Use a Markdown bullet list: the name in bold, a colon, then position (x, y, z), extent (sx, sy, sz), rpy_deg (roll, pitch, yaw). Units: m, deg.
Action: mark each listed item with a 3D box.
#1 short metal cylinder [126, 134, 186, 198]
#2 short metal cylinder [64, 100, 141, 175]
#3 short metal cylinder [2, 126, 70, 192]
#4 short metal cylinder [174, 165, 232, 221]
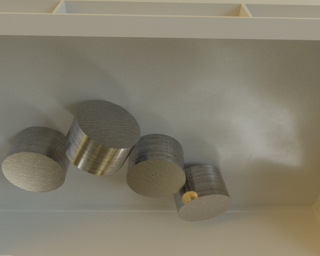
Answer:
- **short metal cylinder**: position (-0.005, 0.054, 0.439), extent (0.081, 0.050, 0.079), rpy_deg (0, 130, 0)
- **short metal cylinder**: position (-0.071, 0.011, 0.381), extent (0.080, 0.080, 0.050), rpy_deg (21, 127, -17)
- **short metal cylinder**: position (-0.166, 0.044, 0.428), extent (0.081, 0.050, 0.079), rpy_deg (0, 130, 0)
- **short metal cylinder**: position (0.061, 0.099, 0.467), extent (0.081, 0.050, 0.080), rpy_deg (-8, 139, -7)
